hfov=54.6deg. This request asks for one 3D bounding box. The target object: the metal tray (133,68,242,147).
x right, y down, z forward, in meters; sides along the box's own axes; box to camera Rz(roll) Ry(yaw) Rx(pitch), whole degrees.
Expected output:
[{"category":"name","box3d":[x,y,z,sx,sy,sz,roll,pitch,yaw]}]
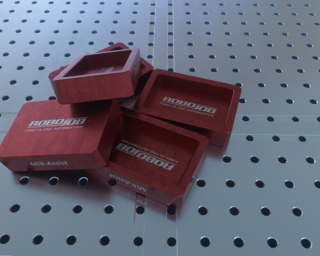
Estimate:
[{"category":"metal tray","box3d":[0.039,-0.032,0.430,0.130,0.030,0.090,14,52,11]}]

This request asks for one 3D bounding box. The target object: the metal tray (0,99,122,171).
[{"category":"metal tray","box3d":[-0.120,0.005,0.377,0.130,0.030,0.090,-4,49,15]}]

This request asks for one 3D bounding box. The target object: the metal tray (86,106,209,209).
[{"category":"metal tray","box3d":[-0.017,0.031,0.377,0.130,0.030,0.090,20,53,16]}]

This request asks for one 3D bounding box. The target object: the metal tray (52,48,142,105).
[{"category":"metal tray","box3d":[-0.075,-0.073,0.410,0.090,0.030,0.130,-6,26,5]}]

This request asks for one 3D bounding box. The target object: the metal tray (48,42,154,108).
[{"category":"metal tray","box3d":[-0.085,-0.074,0.465,0.131,0.030,0.090,-32,56,-24]}]
